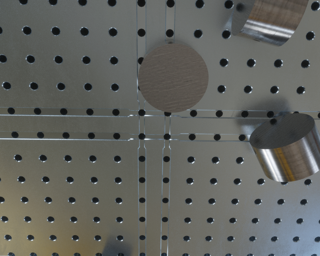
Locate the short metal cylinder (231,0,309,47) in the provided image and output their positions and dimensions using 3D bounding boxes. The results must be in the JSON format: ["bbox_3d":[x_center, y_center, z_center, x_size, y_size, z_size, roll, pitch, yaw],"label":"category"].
[{"bbox_3d":[0.117,-0.134,0.336,0.050,0.080,0.079,13,110,-5],"label":"short metal cylinder"}]

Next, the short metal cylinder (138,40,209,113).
[{"bbox_3d":[0.015,-0.064,0.377,0.081,0.050,0.079,0,110,0],"label":"short metal cylinder"}]

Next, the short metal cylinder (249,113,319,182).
[{"bbox_3d":[0.162,0.023,0.395,0.080,0.080,0.050,-26,108,9],"label":"short metal cylinder"}]
